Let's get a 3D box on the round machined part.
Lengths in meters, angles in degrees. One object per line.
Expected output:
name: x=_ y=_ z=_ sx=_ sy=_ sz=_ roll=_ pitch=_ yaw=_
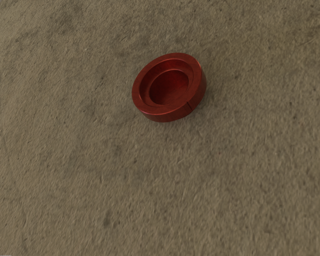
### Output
round machined part: x=0.015 y=-0.049 z=0.414 sx=0.098 sy=0.042 sz=0.098 roll=-13 pitch=56 yaw=20
